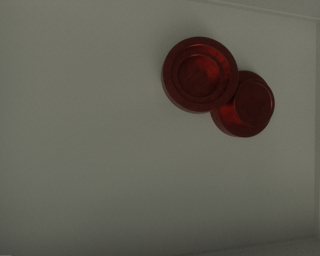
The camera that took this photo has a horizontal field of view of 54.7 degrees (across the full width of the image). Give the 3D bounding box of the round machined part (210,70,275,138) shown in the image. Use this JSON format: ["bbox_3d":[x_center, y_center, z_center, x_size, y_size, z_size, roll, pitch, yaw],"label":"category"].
[{"bbox_3d":[0.124,-0.035,0.447,0.099,0.042,0.097,0,90,-20],"label":"round machined part"}]

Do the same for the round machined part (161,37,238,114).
[{"bbox_3d":[0.050,-0.067,0.412,0.099,0.042,0.097,1,85,-7],"label":"round machined part"}]
